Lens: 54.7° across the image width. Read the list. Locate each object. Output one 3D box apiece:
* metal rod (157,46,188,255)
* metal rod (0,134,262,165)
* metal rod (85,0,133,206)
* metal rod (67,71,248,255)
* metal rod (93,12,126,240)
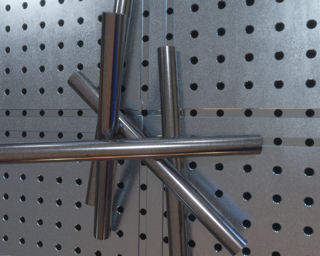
[{"bbox_3d":[0.017,0.044,0.405,0.025,0.025,0.298,-4,89,19],"label":"metal rod"},{"bbox_3d":[-0.032,0.025,0.363,0.302,0.025,0.025,-2,90,-4],"label":"metal rod"},{"bbox_3d":[-0.071,-0.039,0.436,0.025,0.025,0.298,10,93,19],"label":"metal rod"},{"bbox_3d":[-0.013,0.034,0.388,0.300,0.025,0.025,45,104,14],"label":"metal rod"},{"bbox_3d":[-0.065,0.015,0.384,0.025,0.025,0.298,15,114,19],"label":"metal rod"}]
